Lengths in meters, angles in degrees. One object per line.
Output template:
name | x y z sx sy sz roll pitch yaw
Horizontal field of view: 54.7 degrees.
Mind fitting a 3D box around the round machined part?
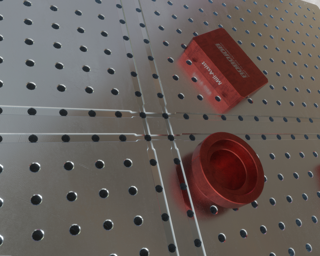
round machined part | 0.084 0.058 0.407 0.099 0.042 0.098 14 56 -21

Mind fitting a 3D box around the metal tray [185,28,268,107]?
metal tray | 0.115 -0.107 0.532 0.091 0.030 0.130 -30 79 -38
